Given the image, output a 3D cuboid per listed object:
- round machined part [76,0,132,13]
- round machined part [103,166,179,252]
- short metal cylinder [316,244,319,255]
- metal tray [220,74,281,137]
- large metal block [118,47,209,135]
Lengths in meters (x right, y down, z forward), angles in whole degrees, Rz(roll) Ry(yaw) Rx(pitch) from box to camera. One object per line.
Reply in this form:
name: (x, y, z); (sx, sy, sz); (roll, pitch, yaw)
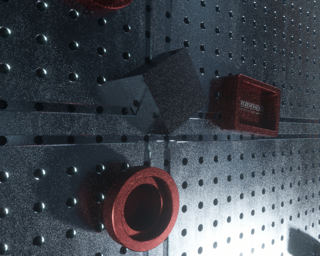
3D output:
round machined part: (-0.061, -0.184, 0.346); (0.099, 0.042, 0.097); (0, 90, -40)
round machined part: (-0.026, 0.094, 0.376); (0.099, 0.042, 0.097); (0, 90, -40)
short metal cylinder: (0.402, 0.304, 0.711); (0.080, 0.080, 0.050); (22, 77, -38)
metal tray: (0.161, -0.035, 0.540); (0.131, 0.030, 0.090); (9, 85, -40)
large metal block: (0.006, -0.047, 0.398); (0.080, 0.050, 0.080); (-39, 114, -33)
